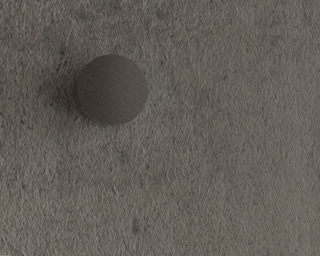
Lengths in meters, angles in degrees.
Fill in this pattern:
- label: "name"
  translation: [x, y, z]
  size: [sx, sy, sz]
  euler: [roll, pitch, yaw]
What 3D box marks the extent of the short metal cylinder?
- label: "short metal cylinder"
  translation: [-0.060, -0.043, 0.373]
  size: [0.081, 0.050, 0.080]
  euler: [0, 90, -20]
